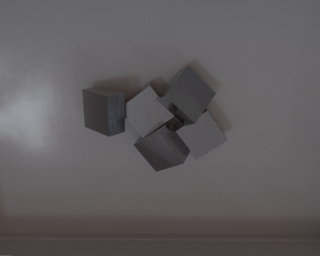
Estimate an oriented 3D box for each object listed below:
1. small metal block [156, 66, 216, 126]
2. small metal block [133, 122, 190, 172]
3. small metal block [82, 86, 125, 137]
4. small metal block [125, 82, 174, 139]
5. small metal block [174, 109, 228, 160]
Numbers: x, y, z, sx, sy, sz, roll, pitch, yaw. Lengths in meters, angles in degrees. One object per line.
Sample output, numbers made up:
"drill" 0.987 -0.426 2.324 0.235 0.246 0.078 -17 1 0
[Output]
"small metal block" 0.033 -0.039 0.383 0.050 0.025 0.050 41 70 -14
"small metal block" 0.002 0.026 0.407 0.050 0.025 0.050 -23 112 41
"small metal block" -0.070 -0.022 0.386 0.050 0.025 0.050 18 116 40
"small metal block" -0.017 -0.023 0.401 0.050 0.025 0.050 -36 107 12
"small metal block" 0.054 0.006 0.413 0.050 0.025 0.050 -34 107 11
